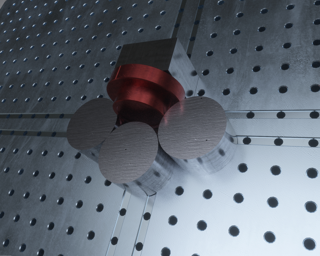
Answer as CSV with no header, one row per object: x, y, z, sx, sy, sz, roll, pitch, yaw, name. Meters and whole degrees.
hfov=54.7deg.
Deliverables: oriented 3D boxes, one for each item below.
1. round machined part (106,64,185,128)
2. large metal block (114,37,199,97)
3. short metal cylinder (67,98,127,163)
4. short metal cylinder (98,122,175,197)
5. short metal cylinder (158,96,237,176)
-0.021,-0.034,0.391,0.098,0.098,0.042,2,62,29,round machined part
-0.003,-0.071,0.417,0.080,0.080,0.050,1,62,28,large metal block
-0.081,0.005,0.432,0.080,0.050,0.080,-13,56,21,short metal cylinder
-0.028,0.039,0.384,0.080,0.050,0.080,-13,56,21,short metal cylinder
0.045,0.010,0.363,0.080,0.050,0.080,-13,56,21,short metal cylinder
